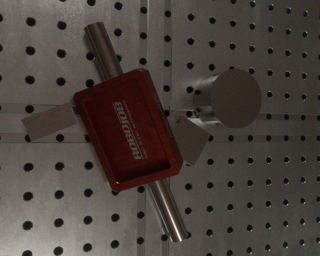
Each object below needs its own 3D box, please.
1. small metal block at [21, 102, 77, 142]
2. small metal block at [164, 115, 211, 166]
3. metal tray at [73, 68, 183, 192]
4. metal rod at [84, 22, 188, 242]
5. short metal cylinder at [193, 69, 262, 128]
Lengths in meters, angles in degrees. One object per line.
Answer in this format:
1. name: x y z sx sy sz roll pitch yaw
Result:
1. small metal block: -0.126 -0.007 0.353 0.050 0.050 0.025 -24 98 -19
2. small metal block: 0.034 0.017 0.426 0.050 0.025 0.050 33 79 -18
3. metal tray: -0.036 0.004 0.373 0.090 0.030 0.129 -19 98 14
4. metal rod: -0.028 0.011 0.403 0.025 0.025 0.299 -24 98 -19
5. short metal cylinder: 0.094 -0.039 0.435 0.081 0.050 0.079 0 90 -20
